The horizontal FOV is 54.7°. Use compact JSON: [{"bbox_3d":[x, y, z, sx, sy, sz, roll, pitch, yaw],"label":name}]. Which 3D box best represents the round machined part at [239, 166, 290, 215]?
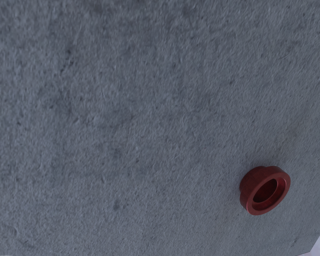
[{"bbox_3d":[0.186,0.109,0.568,0.099,0.042,0.097,-14,125,-21],"label":"round machined part"}]
